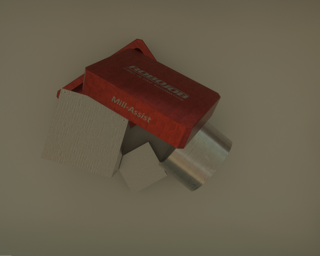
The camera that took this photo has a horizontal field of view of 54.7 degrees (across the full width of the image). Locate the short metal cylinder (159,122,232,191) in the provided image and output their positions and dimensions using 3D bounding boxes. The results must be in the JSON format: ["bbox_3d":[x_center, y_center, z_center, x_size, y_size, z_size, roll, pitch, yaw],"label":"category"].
[{"bbox_3d":[0.043,0.031,0.384,0.050,0.080,0.080,39,90,-1],"label":"short metal cylinder"}]

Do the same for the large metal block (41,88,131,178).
[{"bbox_3d":[-0.081,0.006,0.364,0.080,0.050,0.080,16,90,-1],"label":"large metal block"}]

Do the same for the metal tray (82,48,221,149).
[{"bbox_3d":[-0.008,-0.039,0.348,0.130,0.090,0.030,30,128,14],"label":"metal tray"}]

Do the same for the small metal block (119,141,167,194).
[{"bbox_3d":[-0.025,0.051,0.410,0.050,0.025,0.050,-29,90,-1],"label":"small metal block"}]

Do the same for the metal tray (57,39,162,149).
[{"bbox_3d":[-0.054,-0.043,0.406,0.130,0.030,0.090,-34,90,-1],"label":"metal tray"}]
